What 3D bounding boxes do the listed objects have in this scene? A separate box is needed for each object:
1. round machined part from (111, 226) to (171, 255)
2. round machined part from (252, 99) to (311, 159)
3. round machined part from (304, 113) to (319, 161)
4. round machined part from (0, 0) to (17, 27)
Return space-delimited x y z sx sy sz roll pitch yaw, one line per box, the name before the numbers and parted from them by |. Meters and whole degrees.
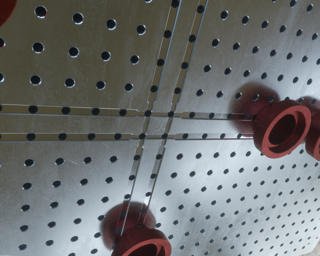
round machined part | -0.034 0.200 0.504 0.099 0.042 0.097 -14 124 -21
round machined part | 0.191 -0.002 0.502 0.099 0.042 0.097 -14 124 -21
round machined part | 0.305 0.010 0.572 0.099 0.042 0.097 -14 124 -21
round machined part | -0.163 -0.117 0.239 0.099 0.042 0.097 -14 124 -21
